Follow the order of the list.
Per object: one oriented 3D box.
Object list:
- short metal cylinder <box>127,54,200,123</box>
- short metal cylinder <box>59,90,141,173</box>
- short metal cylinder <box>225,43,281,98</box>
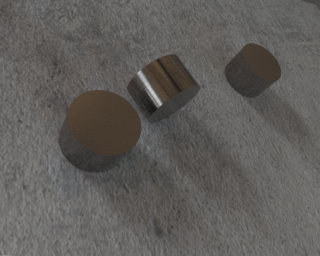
[{"bbox_3d":[0.005,-0.050,0.403,0.081,0.080,0.050,-26,76,-37],"label":"short metal cylinder"},{"bbox_3d":[-0.068,0.004,0.350,0.081,0.050,0.080,14,56,-21],"label":"short metal cylinder"},{"bbox_3d":[0.161,-0.099,0.538,0.081,0.050,0.080,14,56,-21],"label":"short metal cylinder"}]
